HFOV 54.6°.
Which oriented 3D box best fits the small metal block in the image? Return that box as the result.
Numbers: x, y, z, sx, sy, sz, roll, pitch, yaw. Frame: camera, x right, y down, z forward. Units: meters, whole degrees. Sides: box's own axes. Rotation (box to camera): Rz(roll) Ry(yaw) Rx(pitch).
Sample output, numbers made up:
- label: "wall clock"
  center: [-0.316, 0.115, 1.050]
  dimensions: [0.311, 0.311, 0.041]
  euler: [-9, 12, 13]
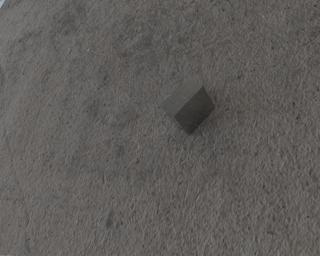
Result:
- label: "small metal block"
  center: [0.036, -0.026, 0.385]
  dimensions: [0.050, 0.050, 0.025]
  euler: [-47, 51, -4]
